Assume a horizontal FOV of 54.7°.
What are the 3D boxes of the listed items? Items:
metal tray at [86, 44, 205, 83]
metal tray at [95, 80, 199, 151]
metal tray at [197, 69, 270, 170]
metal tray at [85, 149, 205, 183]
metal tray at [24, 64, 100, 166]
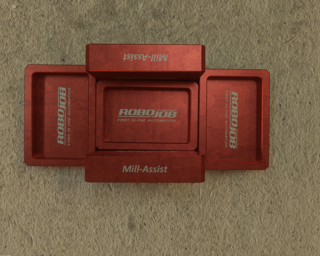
[{"bbox_3d":[-0.016,-0.076,0.378,0.131,0.090,0.030,0,90,-1],"label":"metal tray"},{"bbox_3d":[-0.017,-0.016,0.408,0.131,0.030,0.089,1,90,-1],"label":"metal tray"},{"bbox_3d":[0.095,-0.011,0.410,0.091,0.030,0.129,1,90,-1],"label":"metal tray"},{"bbox_3d":[-0.016,0.044,0.377,0.131,0.090,0.030,0,90,-1],"label":"metal tray"},{"bbox_3d":[-0.127,-0.016,0.407,0.091,0.030,0.129,1,90,-1],"label":"metal tray"}]
